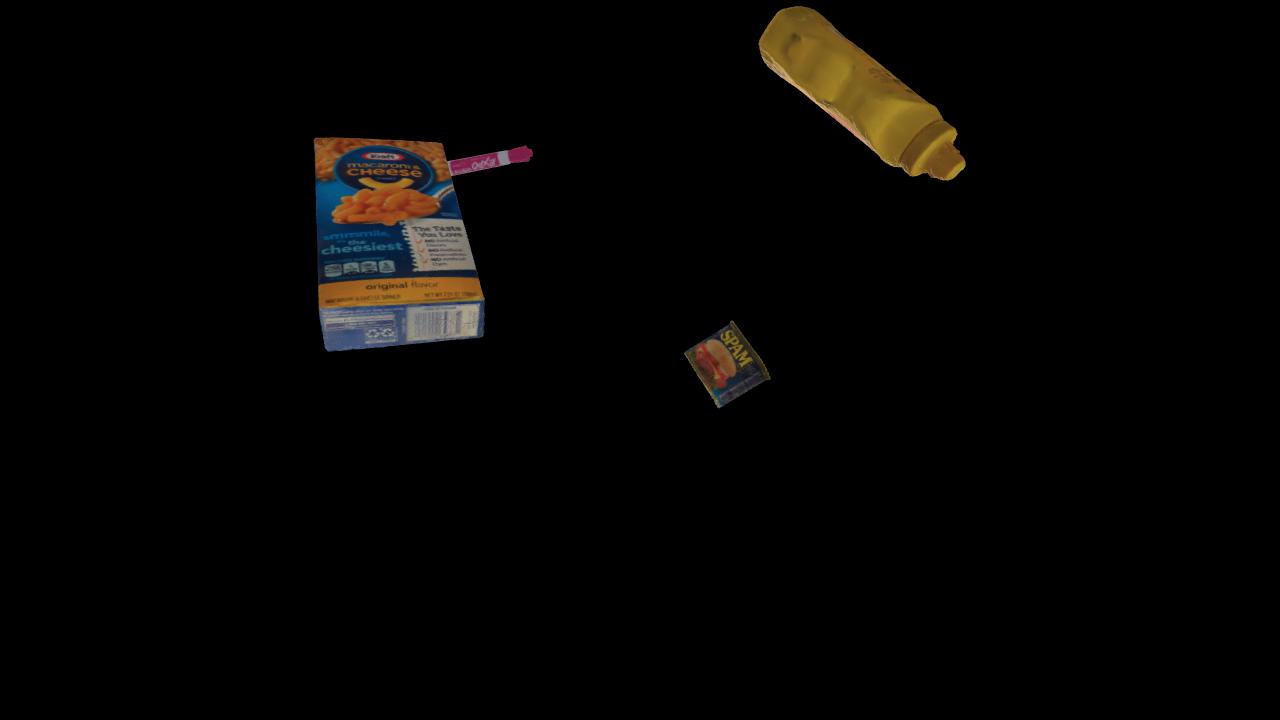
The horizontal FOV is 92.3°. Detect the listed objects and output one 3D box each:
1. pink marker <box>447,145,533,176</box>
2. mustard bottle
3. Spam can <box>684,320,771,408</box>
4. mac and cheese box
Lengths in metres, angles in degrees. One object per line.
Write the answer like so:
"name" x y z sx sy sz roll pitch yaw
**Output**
"pink marker" -0.192 -0.249 0.772 0.121 0.020 0.020 -7 -1 11
"mustard bottle" 0.179 -0.203 0.481 0.092 0.184 0.054 -5 -39 -54
"Spam can" 0.122 0.007 0.875 0.085 0.101 0.058 -32 -41 4
"mac and cheese box" -0.167 -0.087 0.417 0.093 0.184 0.041 -7 -40 -23
